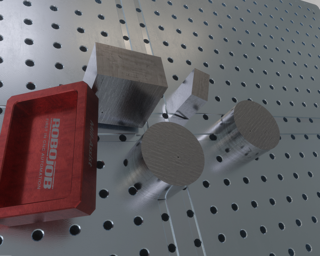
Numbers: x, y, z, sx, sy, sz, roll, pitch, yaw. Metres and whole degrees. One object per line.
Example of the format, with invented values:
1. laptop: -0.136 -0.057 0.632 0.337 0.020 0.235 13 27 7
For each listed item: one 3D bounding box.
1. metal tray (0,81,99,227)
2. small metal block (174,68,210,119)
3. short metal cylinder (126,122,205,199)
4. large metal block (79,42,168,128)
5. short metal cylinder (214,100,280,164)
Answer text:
1. metal tray: -0.109 0.022 0.301 0.090 0.030 0.130 -10 60 9
2. small metal block: 0.046 -0.049 0.447 0.025 0.050 0.050 22 54 -16
3. short metal cylinder: 0.006 0.039 0.371 0.081 0.050 0.080 14 56 -21
4. large metal block: -0.047 -0.047 0.373 0.081 0.080 0.050 7 51 -25
5. short metal cylinder: 0.127 0.006 0.457 0.081 0.050 0.080 14 56 -21
